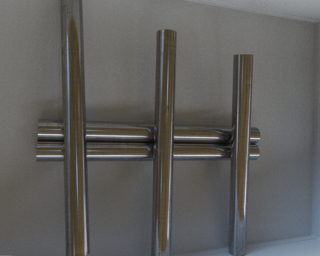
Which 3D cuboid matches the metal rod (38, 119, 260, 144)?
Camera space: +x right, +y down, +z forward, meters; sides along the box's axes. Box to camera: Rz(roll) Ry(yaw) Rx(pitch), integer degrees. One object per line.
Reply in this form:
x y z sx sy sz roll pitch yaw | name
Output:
0.001 0.007 0.411 0.303 0.025 0.025 2 90 -21 | metal rod

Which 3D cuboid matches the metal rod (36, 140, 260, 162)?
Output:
-0.001 0.031 0.410 0.303 0.025 0.025 2 90 -21 | metal rod

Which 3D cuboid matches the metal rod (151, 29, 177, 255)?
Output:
0.005 0.030 0.386 0.025 0.025 0.298 2 90 -20 | metal rod

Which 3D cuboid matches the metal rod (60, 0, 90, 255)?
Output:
-0.096 -0.014 0.348 0.025 0.025 0.298 -1 82 -20 | metal rod

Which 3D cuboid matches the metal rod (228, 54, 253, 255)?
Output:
0.110 0.052 0.428 0.025 0.025 0.298 -4 100 -20 | metal rod
